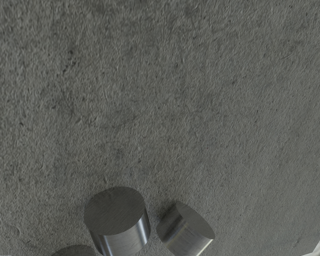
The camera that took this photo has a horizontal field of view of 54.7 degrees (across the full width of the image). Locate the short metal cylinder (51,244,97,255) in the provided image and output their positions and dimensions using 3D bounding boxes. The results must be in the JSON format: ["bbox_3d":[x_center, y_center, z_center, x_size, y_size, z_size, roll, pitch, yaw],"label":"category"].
[{"bbox_3d":[-0.128,0.221,0.458,0.081,0.050,0.079,-14,124,-21],"label":"short metal cylinder"}]

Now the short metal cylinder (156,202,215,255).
[{"bbox_3d":[0.041,0.165,0.496,0.080,0.080,0.050,33,100,-38],"label":"short metal cylinder"}]

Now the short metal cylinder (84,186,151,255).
[{"bbox_3d":[-0.056,0.126,0.418,0.081,0.080,0.050,-21,127,-16],"label":"short metal cylinder"}]
